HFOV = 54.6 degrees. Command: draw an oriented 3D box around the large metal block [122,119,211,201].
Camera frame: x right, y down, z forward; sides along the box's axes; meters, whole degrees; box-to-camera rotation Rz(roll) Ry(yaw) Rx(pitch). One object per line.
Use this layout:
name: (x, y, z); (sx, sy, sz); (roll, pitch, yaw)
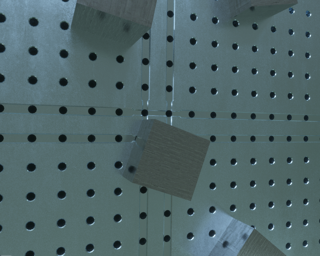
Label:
large metal block: (0.008, 0.040, 0.402); (0.080, 0.050, 0.080); (21, 83, -19)

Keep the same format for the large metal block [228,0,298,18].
large metal block: (0.145, -0.211, 0.452); (0.081, 0.050, 0.080); (-11, 94, -20)

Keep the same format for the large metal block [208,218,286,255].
large metal block: (0.124, 0.192, 0.445); (0.080, 0.050, 0.080); (42, 77, -15)

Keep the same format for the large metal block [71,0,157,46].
large metal block: (-0.055, -0.142, 0.363); (0.081, 0.080, 0.050); (12, 86, -20)
